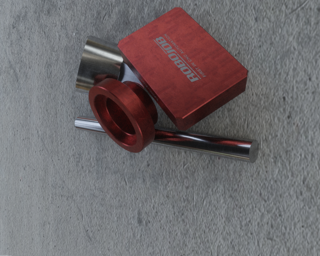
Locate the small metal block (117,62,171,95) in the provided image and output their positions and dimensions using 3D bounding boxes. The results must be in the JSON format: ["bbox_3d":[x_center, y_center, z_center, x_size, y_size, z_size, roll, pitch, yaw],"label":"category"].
[{"bbox_3d":[-0.019,-0.063,0.404,0.050,0.050,0.025,30,109,36],"label":"small metal block"}]

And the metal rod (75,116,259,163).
[{"bbox_3d":[-0.016,0.008,0.420,0.300,0.025,0.025,8,95,39],"label":"metal rod"}]

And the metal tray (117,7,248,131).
[{"bbox_3d":[0.023,-0.071,0.351,0.090,0.030,0.130,-34,63,-7],"label":"metal tray"}]

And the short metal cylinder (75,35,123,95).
[{"bbox_3d":[-0.082,-0.082,0.432,0.080,0.050,0.080,-164,89,-79],"label":"short metal cylinder"}]

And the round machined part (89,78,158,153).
[{"bbox_3d":[-0.041,-0.020,0.389,0.098,0.042,0.097,35,148,26],"label":"round machined part"}]
